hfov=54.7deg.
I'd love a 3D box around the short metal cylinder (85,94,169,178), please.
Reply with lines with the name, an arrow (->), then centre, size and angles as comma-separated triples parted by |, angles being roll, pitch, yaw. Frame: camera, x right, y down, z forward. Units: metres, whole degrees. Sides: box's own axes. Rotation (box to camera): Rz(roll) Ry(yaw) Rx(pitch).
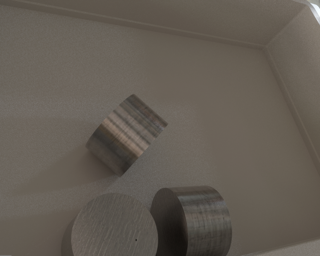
short metal cylinder -> -0.036, 0.009, 0.346 | 0.050, 0.080, 0.080 | 42, 51, 0

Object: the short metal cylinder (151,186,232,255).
short metal cylinder -> 0.029, 0.102, 0.324 | 0.050, 0.080, 0.080 | 2, 61, -27

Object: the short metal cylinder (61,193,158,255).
short metal cylinder -> -0.049, 0.109, 0.297 | 0.081, 0.050, 0.080 | 14, 56, -21
